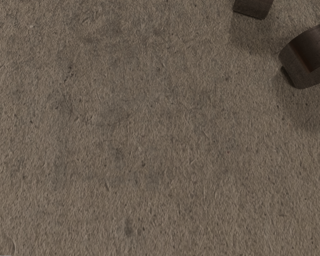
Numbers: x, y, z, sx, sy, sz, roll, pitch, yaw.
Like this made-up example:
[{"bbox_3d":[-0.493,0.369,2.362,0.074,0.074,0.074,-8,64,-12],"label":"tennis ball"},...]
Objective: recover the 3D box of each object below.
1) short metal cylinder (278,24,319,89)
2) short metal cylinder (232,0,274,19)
[{"bbox_3d":[0.210,-0.095,0.416,0.080,0.080,0.050,-20,72,-7],"label":"short metal cylinder"},{"bbox_3d":[0.145,-0.208,0.457,0.050,0.080,0.080,20,71,7],"label":"short metal cylinder"}]
